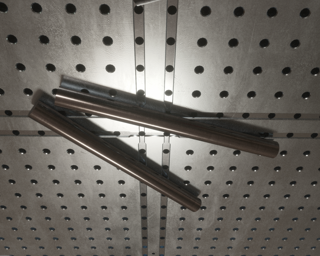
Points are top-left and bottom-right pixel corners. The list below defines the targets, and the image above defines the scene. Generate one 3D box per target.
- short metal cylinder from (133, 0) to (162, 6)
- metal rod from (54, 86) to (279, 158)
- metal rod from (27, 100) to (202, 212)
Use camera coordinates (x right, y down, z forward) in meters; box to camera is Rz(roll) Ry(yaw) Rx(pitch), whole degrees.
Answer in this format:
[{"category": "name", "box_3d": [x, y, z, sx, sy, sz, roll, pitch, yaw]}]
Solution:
[{"category": "short metal cylinder", "box_3d": [-0.004, -0.146, 0.251, 0.050, 0.080, 0.080, -11, 129, 9]}, {"category": "metal rod", "box_3d": [0.019, -0.004, 0.408, 0.302, 0.025, 0.025, 14, 129, -12]}, {"category": "metal rod", "box_3d": [-0.049, 0.053, 0.455, 0.301, 0.025, 0.025, 35, 122, -27]}]
